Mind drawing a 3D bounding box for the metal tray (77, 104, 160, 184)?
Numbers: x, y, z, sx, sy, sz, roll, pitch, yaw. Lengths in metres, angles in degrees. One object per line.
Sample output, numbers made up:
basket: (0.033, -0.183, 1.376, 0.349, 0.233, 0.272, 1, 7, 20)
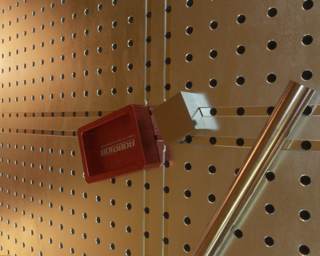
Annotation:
metal tray: (-0.066, 0.027, 0.457, 0.130, 0.030, 0.090, -20, 78, 38)

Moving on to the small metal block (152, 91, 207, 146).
small metal block: (0.023, -0.011, 0.388, 0.050, 0.025, 0.050, -31, 71, 35)

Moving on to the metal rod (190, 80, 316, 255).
metal rod: (0.079, 0.088, 0.343, 0.025, 0.025, 0.298, 37, 112, 33)
